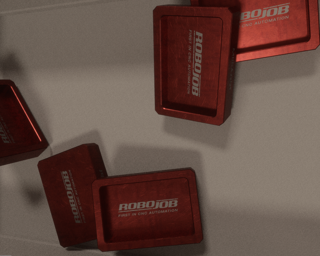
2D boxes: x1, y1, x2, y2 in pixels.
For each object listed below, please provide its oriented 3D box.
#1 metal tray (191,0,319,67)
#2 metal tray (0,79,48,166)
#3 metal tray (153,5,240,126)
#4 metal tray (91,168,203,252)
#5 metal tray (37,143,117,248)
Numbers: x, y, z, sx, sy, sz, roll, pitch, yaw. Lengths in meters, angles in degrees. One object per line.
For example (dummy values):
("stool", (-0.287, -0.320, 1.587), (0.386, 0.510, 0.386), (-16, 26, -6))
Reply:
("metal tray", (0.107, -0.126, 0.354), (0.130, 0.030, 0.089), (-6, 109, 19))
("metal tray", (-0.235, -0.011, 0.454), (0.030, 0.091, 0.130), (-38, 78, 29))
("metal tray", (0.039, -0.074, 0.362), (0.090, 0.030, 0.129), (12, 118, 25))
("metal tray", (-0.016, 0.102, 0.394), (0.131, 0.030, 0.089), (-7, 86, 5))
("metal tray", (-0.116, 0.096, 0.447), (0.090, 0.030, 0.129), (-21, 83, 18))
